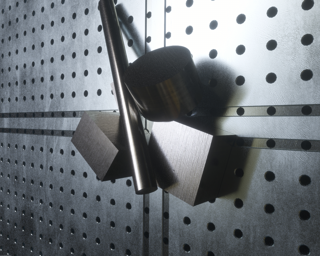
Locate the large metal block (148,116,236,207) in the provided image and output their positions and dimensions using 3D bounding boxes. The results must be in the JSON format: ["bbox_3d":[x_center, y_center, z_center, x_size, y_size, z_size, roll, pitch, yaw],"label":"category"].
[{"bbox_3d":[0.031,0.034,0.365,0.080,0.050,0.079,22,104,37],"label":"large metal block"}]

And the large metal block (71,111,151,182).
[{"bbox_3d":[-0.058,0.022,0.419,0.080,0.081,0.050,45,117,30],"label":"large metal block"}]

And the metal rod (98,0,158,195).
[{"bbox_3d":[-0.048,-0.060,0.408,0.025,0.025,0.299,-34,57,34],"label":"metal rod"}]

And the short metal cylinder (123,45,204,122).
[{"bbox_3d":[0.005,-0.052,0.359,0.080,0.080,0.050,11,141,39],"label":"short metal cylinder"}]

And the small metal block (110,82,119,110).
[{"bbox_3d":[-0.039,-0.052,0.440,0.050,0.025,0.050,-30,72,35],"label":"small metal block"}]
